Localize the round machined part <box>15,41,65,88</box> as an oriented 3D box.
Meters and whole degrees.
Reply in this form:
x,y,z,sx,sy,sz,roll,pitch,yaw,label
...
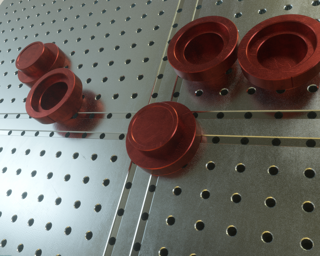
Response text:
x,y,z,sx,sy,sz,roll,pitch,yaw,label
-0.236,-0.127,0.597,0.098,0.042,0.098,-13,56,20,round machined part

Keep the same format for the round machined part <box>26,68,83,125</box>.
x,y,z,sx,sy,sz,roll,pitch,yaw,label
-0.169,-0.048,0.513,0.098,0.042,0.098,-13,56,20,round machined part

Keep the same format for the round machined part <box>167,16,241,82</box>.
x,y,z,sx,sy,sz,roll,pitch,yaw,label
0.063,-0.103,0.427,0.098,0.042,0.098,-13,56,20,round machined part

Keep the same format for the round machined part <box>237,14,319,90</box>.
x,y,z,sx,sy,sz,roll,pitch,yaw,label
0.147,-0.085,0.372,0.098,0.042,0.098,-13,56,20,round machined part

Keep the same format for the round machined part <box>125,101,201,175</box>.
x,y,z,sx,sy,sz,roll,pitch,yaw,label
-0.001,0.006,0.393,0.098,0.042,0.098,-13,56,20,round machined part
